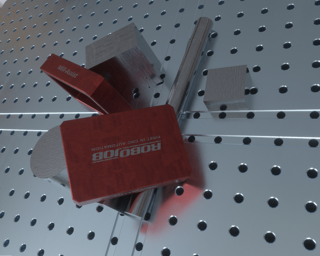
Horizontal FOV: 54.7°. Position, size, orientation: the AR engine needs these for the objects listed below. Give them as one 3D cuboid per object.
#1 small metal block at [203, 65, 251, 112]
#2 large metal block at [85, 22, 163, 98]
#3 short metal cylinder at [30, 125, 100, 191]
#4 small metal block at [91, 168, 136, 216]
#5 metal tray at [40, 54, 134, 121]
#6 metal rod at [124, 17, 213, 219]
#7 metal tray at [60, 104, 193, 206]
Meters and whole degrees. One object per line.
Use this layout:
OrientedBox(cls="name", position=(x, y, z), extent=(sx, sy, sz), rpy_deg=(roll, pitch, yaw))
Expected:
OrientedBox(cls="small metal block", position=(0.086, -0.050, 0.394), extent=(0.050, 0.025, 0.050), rpy_deg=(-2, 61, 27))
OrientedBox(cls="large metal block", position=(-0.052, -0.095, 0.459), extent=(0.080, 0.080, 0.050), rpy_deg=(-22, 54, 15))
OrientedBox(cls="short metal cylinder", position=(-0.133, 0.042, 0.436), extent=(0.080, 0.050, 0.080), rpy_deg=(-13, 56, 21))
OrientedBox(cls="small metal block", position=(-0.054, 0.073, 0.376), extent=(0.025, 0.050, 0.050), rpy_deg=(5, 64, 31))
OrientedBox(cls="metal tray", position=(-0.107, -0.056, 0.457), extent=(0.130, 0.090, 0.030), rpy_deg=(28, 77, 37))
OrientedBox(cls="metal rod", position=(0.019, -0.029, 0.415), extent=(0.025, 0.025, 0.300), rpy_deg=(7, 65, 31))
OrientedBox(cls="metal tray", position=(-0.038, 0.028, 0.351), extent=(0.131, 0.030, 0.090), rpy_deg=(-10, 71, -16))
